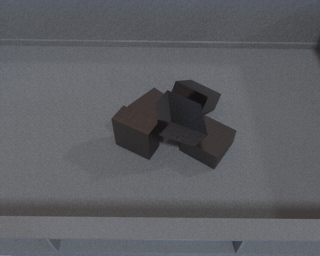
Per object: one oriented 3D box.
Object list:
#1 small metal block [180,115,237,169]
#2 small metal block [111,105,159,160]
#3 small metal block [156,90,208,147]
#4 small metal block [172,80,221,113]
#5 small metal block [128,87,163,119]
[{"bbox_3d":[0.060,0.016,0.390,0.050,0.025,0.050,28,55,21],"label":"small metal block"},{"bbox_3d":[-0.029,0.006,0.380,0.050,0.050,0.025,23,54,18],"label":"small metal block"},{"bbox_3d":[0.025,-0.011,0.365,0.050,0.025,0.050,20,44,-27],"label":"small metal block"},{"bbox_3d":[0.049,-0.044,0.426,0.050,0.025,0.050,30,23,22],"label":"small metal block"},{"bbox_3d":[-0.007,-0.022,0.420,0.050,0.025,0.050,36,58,26],"label":"small metal block"}]
